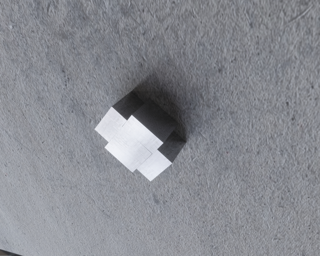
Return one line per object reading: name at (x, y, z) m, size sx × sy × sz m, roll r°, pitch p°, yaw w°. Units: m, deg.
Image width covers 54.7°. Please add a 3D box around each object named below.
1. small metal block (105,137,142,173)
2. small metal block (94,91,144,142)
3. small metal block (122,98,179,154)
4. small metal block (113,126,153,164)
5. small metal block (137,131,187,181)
small metal block at (-0.038, 0.024, 0.425) m, size 0.050 × 0.050 × 0.025 m, roll 43°, pitch 129°, yaw -2°
small metal block at (-0.052, -0.016, 0.408) m, size 0.025 × 0.050 × 0.050 m, roll 43°, pitch 129°, yaw -2°
small metal block at (-0.011, -0.004, 0.393) m, size 0.050 × 0.050 × 0.025 m, roll 42°, pitch 129°, yaw -1°
small metal block at (-0.025, 0.010, 0.409) m, size 0.050 × 0.050 × 0.025 m, roll 43°, pitch 129°, yaw -2°
small metal block at (0.002, 0.036, 0.411) m, size 0.025 × 0.050 × 0.050 m, roll 43°, pitch 129°, yaw -2°
